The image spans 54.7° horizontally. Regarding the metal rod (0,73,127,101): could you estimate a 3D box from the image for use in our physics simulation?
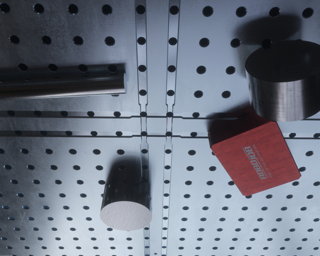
[{"bbox_3d":[-0.191,-0.045,0.371,0.302,0.025,0.025,-3,130,2],"label":"metal rod"}]

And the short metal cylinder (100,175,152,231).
[{"bbox_3d":[-0.052,0.121,0.498,0.081,0.050,0.079,0,130,0],"label":"short metal cylinder"}]

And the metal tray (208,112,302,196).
[{"bbox_3d":[0.137,0.039,0.443,0.090,0.030,0.130,-25,126,19],"label":"metal tray"}]

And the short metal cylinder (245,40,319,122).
[{"bbox_3d":[0.135,-0.052,0.333,0.080,0.080,0.050,-12,129,10],"label":"short metal cylinder"}]
